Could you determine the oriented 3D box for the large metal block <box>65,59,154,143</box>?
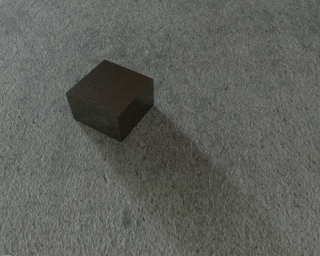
[{"bbox_3d":[-0.064,-0.039,0.419,0.080,0.050,0.080,25,54,19],"label":"large metal block"}]
